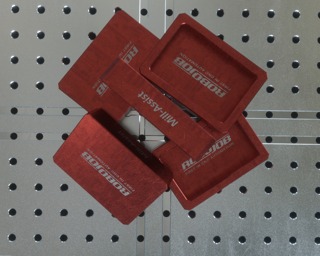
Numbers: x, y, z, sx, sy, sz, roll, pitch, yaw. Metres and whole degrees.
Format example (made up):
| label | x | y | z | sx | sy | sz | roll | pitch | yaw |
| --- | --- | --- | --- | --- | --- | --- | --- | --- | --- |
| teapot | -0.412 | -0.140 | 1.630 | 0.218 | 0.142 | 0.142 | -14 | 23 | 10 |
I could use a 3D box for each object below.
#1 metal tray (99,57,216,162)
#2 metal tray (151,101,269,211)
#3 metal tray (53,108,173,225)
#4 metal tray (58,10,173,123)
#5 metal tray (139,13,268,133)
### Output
| label | x | y | z | sx | sy | sz | roll | pitch | yaw |
| --- | --- | --- | --- | --- | --- | --- | --- | --- | --- |
| metal tray | -0.002 | -0.019 | 0.350 | 0.130 | 0.090 | 0.030 | 41 | 90 | -1 |
| metal tray | 0.063 | 0.035 | 0.410 | 0.130 | 0.030 | 0.090 | -34 | 90 | -1 |
| metal tray | -0.060 | 0.050 | 0.391 | 0.130 | 0.030 | 0.090 | 42 | 115 | -1 |
| metal tray | -0.057 | -0.076 | 0.409 | 0.090 | 0.030 | 0.130 | 39 | 90 | -1 |
| metal tray | 0.052 | -0.065 | 0.381 | 0.130 | 0.030 | 0.090 | 36 | 90 | -1 |
